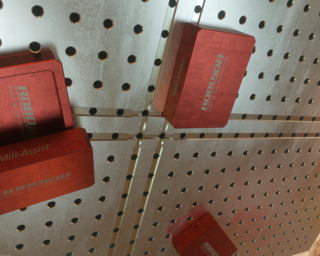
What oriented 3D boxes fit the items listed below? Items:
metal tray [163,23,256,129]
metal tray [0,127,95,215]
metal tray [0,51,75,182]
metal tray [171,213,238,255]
[{"bbox_3d":[0.062,-0.063,0.405,0.091,0.030,0.129,-1,119,-28],"label":"metal tray"},{"bbox_3d":[-0.141,0.051,0.342,0.131,0.030,0.089,-15,148,-20],"label":"metal tray"},{"bbox_3d":[-0.141,-0.008,0.326,0.091,0.030,0.129,-15,125,-21],"label":"metal tray"},{"bbox_3d":[0.090,0.230,0.602,0.090,0.030,0.130,-38,130,-3],"label":"metal tray"}]
